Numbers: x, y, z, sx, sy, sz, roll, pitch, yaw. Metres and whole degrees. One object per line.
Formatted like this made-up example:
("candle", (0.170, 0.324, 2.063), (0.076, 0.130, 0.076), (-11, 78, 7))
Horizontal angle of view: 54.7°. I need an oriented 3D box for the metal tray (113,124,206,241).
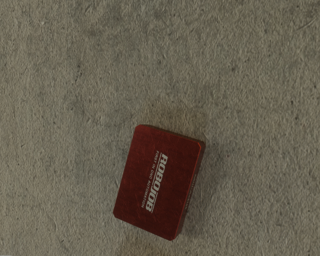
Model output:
("metal tray", (-0.002, 0.068, 0.407), (0.090, 0.030, 0.129), (17, 96, 19))
